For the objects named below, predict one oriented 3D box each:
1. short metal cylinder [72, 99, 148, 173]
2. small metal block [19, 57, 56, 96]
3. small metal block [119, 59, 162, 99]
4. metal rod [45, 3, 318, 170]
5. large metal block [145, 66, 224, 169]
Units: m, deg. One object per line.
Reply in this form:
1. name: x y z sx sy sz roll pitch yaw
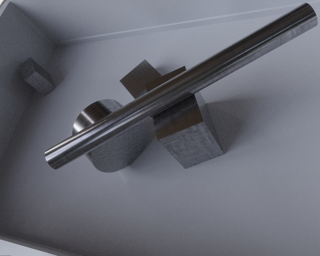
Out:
1. short metal cylinder: -0.063 0.010 0.396 0.080 0.080 0.050 -47 52 -5
2. small metal block: -0.221 -0.092 0.559 0.025 0.050 0.050 -38 51 3
3. small metal block: -0.024 -0.066 0.457 0.050 0.025 0.050 -40 51 0
4. metal rod: 0.012 -0.036 0.317 0.301 0.025 0.025 -29 52 9
5. large metal block: 0.029 -0.010 0.360 0.050 0.080 0.080 -23 54 14
